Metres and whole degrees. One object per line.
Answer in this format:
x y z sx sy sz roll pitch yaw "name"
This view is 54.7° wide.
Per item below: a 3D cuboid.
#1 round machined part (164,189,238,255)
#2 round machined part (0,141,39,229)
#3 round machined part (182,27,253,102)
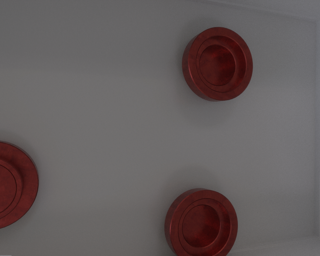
0.052 0.130 0.418 0.099 0.042 0.097 1 86 -20 "round machined part"
-0.184 0.063 0.334 0.099 0.042 0.097 0 90 -20 "round machined part"
0.075 -0.085 0.429 0.099 0.042 0.097 0 90 -20 "round machined part"
